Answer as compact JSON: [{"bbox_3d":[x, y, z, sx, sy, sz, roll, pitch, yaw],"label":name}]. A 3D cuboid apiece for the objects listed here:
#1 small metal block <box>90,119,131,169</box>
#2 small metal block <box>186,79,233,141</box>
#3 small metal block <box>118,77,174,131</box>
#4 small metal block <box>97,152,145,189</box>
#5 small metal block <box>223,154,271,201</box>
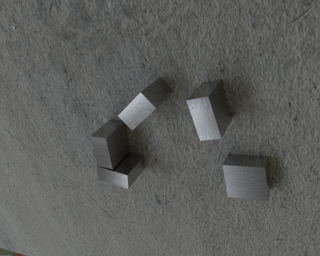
[{"bbox_3d":[-0.069,0.022,0.441,0.025,0.050,0.050,8,122,24],"label":"small metal block"},{"bbox_3d":[0.057,-0.021,0.348,0.025,0.050,0.050,-8,115,32],"label":"small metal block"},{"bbox_3d":[-0.017,-0.030,0.381,0.025,0.050,0.050,46,129,-4],"label":"small metal block"},{"bbox_3d":[-0.057,0.058,0.457,0.050,0.050,0.025,13,124,21],"label":"small metal block"},{"bbox_3d":[0.109,0.061,0.387,0.050,0.025,0.050,0,119,28],"label":"small metal block"}]
